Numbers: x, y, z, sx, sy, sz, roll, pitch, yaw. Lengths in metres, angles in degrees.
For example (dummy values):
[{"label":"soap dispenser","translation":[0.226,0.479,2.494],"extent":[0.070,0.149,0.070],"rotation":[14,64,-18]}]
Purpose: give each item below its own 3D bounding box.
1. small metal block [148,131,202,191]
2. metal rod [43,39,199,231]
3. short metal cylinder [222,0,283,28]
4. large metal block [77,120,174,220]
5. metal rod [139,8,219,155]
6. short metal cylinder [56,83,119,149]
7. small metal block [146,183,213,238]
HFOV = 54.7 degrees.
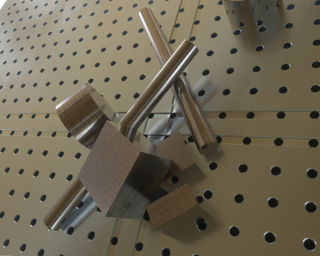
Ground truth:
[{"label":"small metal block","translation":[0.015,0.040,0.376],"extent":[0.050,0.025,0.050],"rotation":[-31,52,8]},{"label":"metal rod","translation":[-0.050,0.008,0.410],"extent":[0.025,0.025,0.300],"rotation":[37,88,38]},{"label":"short metal cylinder","translation":[0.130,-0.190,0.441],"extent":[0.080,0.050,0.080],"rotation":[-13,56,21]},{"label":"large metal block","translation":[-0.043,0.048,0.364],"extent":[0.080,0.050,0.080],"rotation":[37,102,46]},{"label":"metal rod","translation":[0.016,-0.088,0.453],"extent":[0.025,0.025,0.299],"rotation":[-28,52,10]},{"label":"short metal cylinder","translation":[-0.098,-0.016,0.435],"extent":[0.050,0.080,0.080],"rotation":[-37,51,4]},{"label":"small metal block","translation":[0.021,0.089,0.327],"extent":[0.050,0.050,0.025],"rotation":[-31,52,8]}]
